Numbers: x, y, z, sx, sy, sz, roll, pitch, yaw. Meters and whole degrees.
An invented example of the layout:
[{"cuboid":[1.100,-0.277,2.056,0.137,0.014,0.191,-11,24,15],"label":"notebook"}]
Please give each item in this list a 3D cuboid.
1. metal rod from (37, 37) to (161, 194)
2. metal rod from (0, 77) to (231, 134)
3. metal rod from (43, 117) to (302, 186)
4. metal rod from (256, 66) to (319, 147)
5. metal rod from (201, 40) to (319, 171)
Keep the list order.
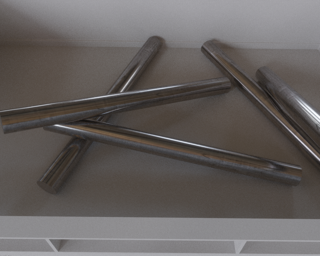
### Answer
[{"cuboid":[-0.068,-0.039,0.436,0.025,0.025,0.301,18,52,14],"label":"metal rod"},{"cuboid":[-0.033,-0.035,0.389,0.303,0.025,0.025,-13,50,-29],"label":"metal rod"},{"cuboid":[0.012,0.023,0.366,0.302,0.025,0.025,12,51,2],"label":"metal rod"},{"cuboid":[0.162,-0.015,0.346,0.025,0.025,0.300,0,27,-1],"label":"metal rod"},{"cuboid":[0.149,-0.034,0.435,0.025,0.025,0.300,-22,54,-18],"label":"metal rod"}]
